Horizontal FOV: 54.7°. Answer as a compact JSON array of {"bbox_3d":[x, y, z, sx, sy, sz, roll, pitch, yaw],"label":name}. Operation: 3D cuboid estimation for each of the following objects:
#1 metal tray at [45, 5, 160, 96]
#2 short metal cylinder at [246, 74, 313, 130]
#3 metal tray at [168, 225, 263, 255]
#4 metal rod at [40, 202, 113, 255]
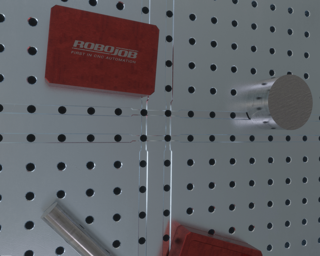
[{"bbox_3d":[-0.070,-0.091,0.384,0.131,0.030,0.089,5,88,-20],"label":"metal tray"},{"bbox_3d":[0.179,-0.037,0.465,0.081,0.050,0.079,0,90,-20],"label":"short metal cylinder"},{"bbox_3d":[0.074,0.200,0.437,0.131,0.030,0.090,21,83,-19],"label":"metal tray"},{"bbox_3d":[-0.036,0.207,0.400,0.025,0.025,0.300,-44,104,-15],"label":"metal rod"}]
